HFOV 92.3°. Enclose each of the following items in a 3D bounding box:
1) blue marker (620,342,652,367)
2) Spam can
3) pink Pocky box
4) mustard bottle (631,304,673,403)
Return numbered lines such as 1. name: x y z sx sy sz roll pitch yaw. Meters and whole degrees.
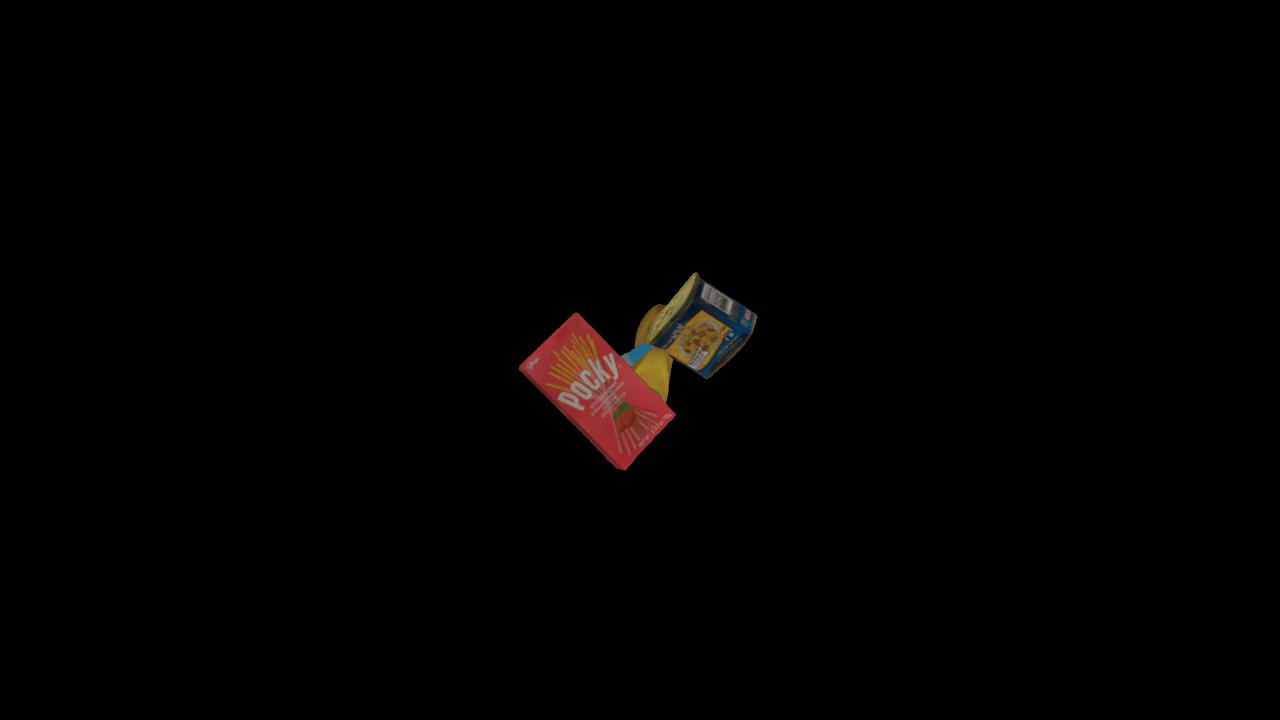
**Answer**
1. blue marker: -0.035 0.011 0.718 0.121 0.020 0.020 -27 -12 24
2. Spam can: 0.068 -0.035 0.694 0.085 0.058 0.101 31 -44 -10
3. pink Pocky box: -0.044 0.034 0.648 0.084 0.155 0.029 -45 7 -15
4. mustard bottle: 0.011 0.014 0.732 0.054 0.092 0.184 21 34 -6
